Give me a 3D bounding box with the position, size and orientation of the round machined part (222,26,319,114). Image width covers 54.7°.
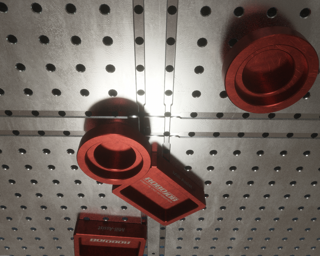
[{"bbox_3d":[0.118,-0.067,0.346,0.099,0.042,0.097,-1,130,0],"label":"round machined part"}]

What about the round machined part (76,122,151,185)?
[{"bbox_3d":[-0.061,0.031,0.426,0.099,0.042,0.097,-1,131,0],"label":"round machined part"}]

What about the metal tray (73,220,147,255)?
[{"bbox_3d":[-0.095,0.217,0.592,0.131,0.030,0.089,6,130,-6],"label":"metal tray"}]

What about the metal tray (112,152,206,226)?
[{"bbox_3d":[0.000,0.102,0.495,0.090,0.030,0.130,-33,123,24],"label":"metal tray"}]
